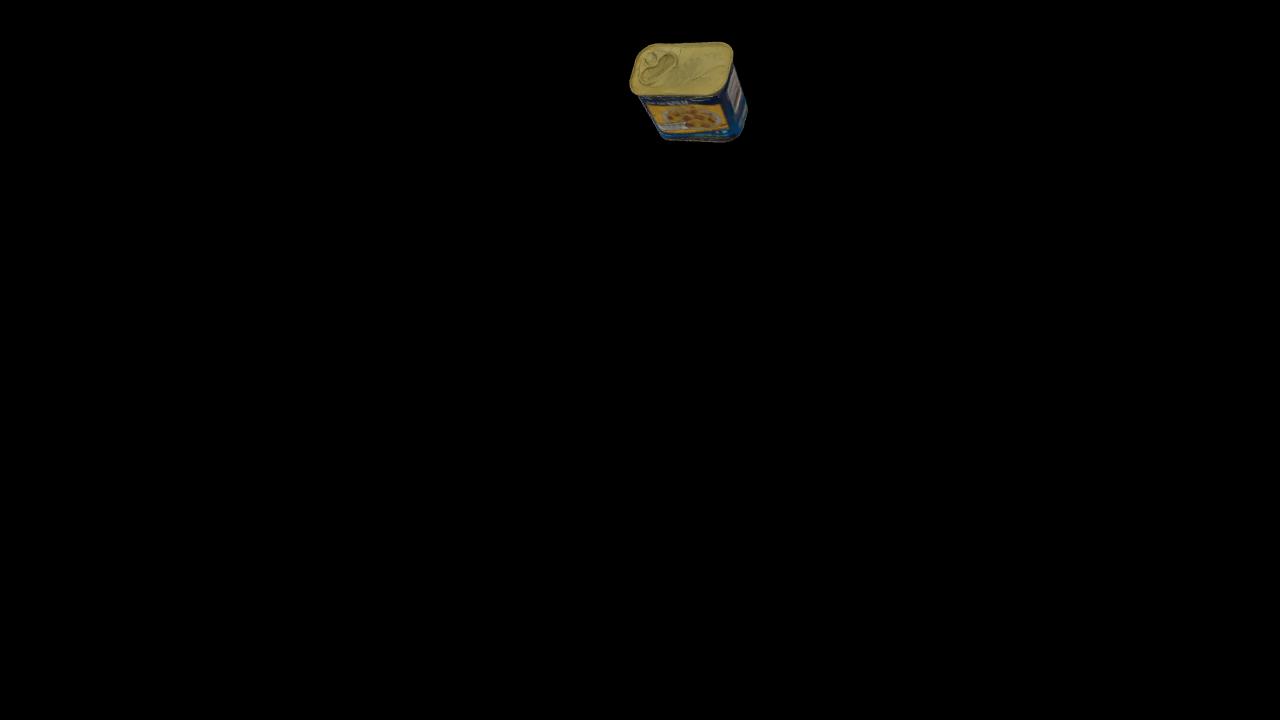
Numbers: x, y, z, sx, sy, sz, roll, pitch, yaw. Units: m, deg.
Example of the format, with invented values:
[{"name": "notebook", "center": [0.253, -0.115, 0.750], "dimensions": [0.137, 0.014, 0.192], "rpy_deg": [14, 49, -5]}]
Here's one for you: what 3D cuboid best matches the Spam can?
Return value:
[{"name": "Spam can", "center": [0.052, -0.265, 0.619], "dimensions": [0.101, 0.058, 0.085], "rpy_deg": [12, -10, 24]}]
